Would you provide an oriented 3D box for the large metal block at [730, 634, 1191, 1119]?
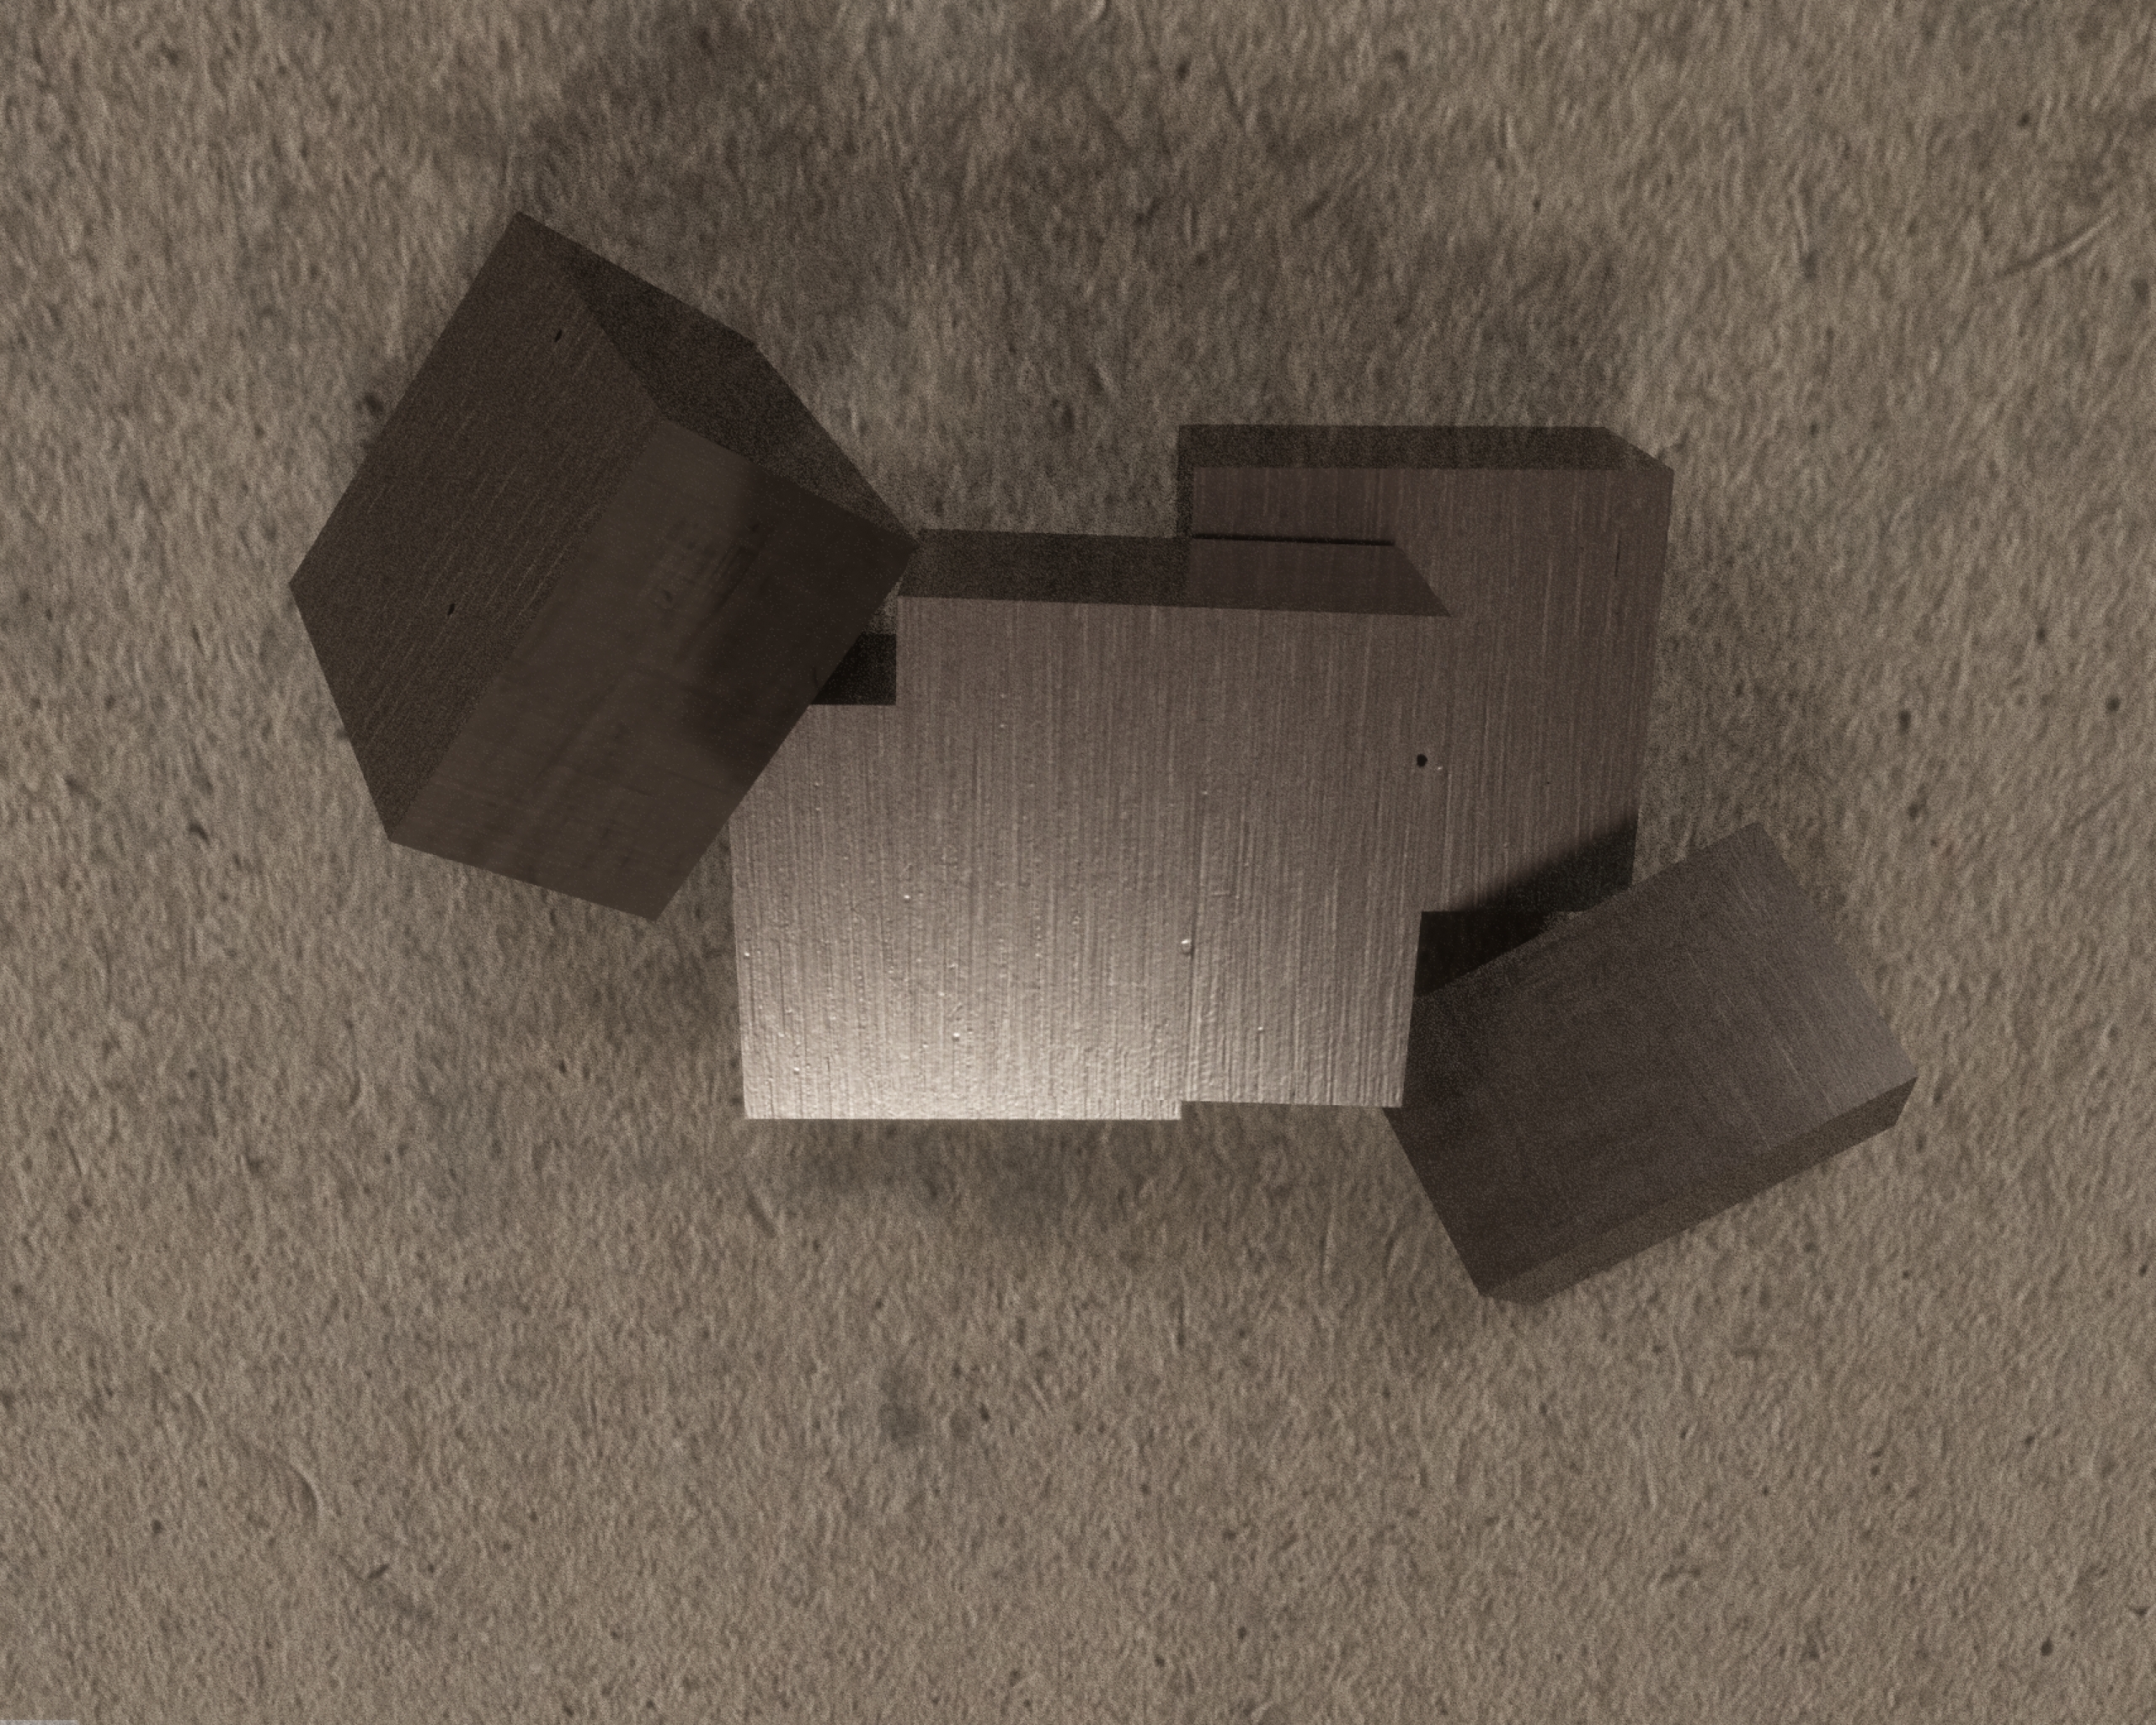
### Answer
[{"bbox_3d":[-0.021,0.002,0.396,0.081,0.050,0.079,0,110,-1],"label":"large metal block"}]

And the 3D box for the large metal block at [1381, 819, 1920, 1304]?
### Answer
[{"bbox_3d":[0.105,0.042,0.392,0.080,0.080,0.050,-29,70,10],"label":"large metal block"}]

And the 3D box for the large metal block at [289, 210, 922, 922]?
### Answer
[{"bbox_3d":[-0.084,-0.050,0.355,0.050,0.080,0.080,22,112,-43],"label":"large metal block"}]

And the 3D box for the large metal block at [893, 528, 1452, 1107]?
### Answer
[{"bbox_3d":[0.012,-0.008,0.339,0.081,0.050,0.079,2,110,-1],"label":"large metal block"}]

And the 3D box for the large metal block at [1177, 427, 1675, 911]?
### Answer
[{"bbox_3d":[0.059,-0.037,0.385,0.081,0.050,0.079,0,110,-1],"label":"large metal block"}]
